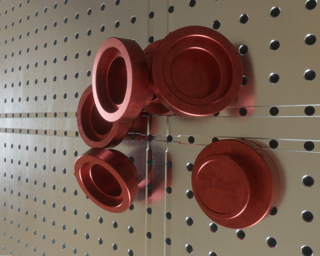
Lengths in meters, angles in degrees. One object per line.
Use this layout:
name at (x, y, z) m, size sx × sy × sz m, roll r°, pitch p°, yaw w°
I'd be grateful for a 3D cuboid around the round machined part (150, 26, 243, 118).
round machined part at (0.037, -0.059, 0.345) m, size 0.042 × 0.099 × 0.098 m, roll 147°, pitch 117°, yaw -78°

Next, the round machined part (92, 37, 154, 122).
round machined part at (-0.041, -0.056, 0.372) m, size 0.098 × 0.042 × 0.097 m, roll 6°, pitch 97°, yaw 53°

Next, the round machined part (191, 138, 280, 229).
round machined part at (0.074, 0.061, 0.338) m, size 0.098 × 0.042 × 0.097 m, roll 0°, pitch 90°, yaw 40°

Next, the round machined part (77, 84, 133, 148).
round machined part at (-0.078, -0.018, 0.463) m, size 0.098 × 0.042 × 0.097 m, roll -1°, pitch 88°, yaw 40°

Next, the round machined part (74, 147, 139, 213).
round machined part at (-0.071, 0.069, 0.441) m, size 0.098 × 0.042 × 0.097 m, roll 18°, pitch 127°, yaw 26°

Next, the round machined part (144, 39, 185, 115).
round machined part at (-0.001, -0.065, 0.400) m, size 0.098 × 0.042 × 0.097 m, roll 0°, pitch 90°, yaw 40°
